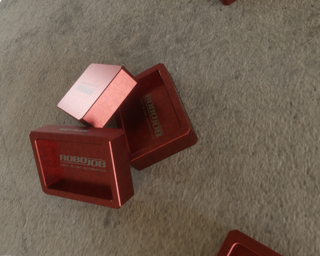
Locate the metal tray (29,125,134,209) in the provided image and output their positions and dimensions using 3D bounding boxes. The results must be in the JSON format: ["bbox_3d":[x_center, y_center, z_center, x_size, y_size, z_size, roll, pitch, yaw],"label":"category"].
[{"bbox_3d":[-0.099,0.045,0.388,0.130,0.089,0.030,3,19,29],"label":"metal tray"}]

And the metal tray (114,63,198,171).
[{"bbox_3d":[-0.013,-0.018,0.417,0.090,0.030,0.130,-27,53,11],"label":"metal tray"}]

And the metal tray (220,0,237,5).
[{"bbox_3d":[0.137,-0.259,0.486,0.130,0.030,0.090,-30,52,8],"label":"metal tray"}]

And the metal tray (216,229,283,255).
[{"bbox_3d":[0.072,0.166,0.260,0.090,0.030,0.130,24,74,36],"label":"metal tray"}]

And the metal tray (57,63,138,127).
[{"bbox_3d":[-0.096,-0.049,0.450,0.090,0.030,0.130,-54,32,-9],"label":"metal tray"}]
